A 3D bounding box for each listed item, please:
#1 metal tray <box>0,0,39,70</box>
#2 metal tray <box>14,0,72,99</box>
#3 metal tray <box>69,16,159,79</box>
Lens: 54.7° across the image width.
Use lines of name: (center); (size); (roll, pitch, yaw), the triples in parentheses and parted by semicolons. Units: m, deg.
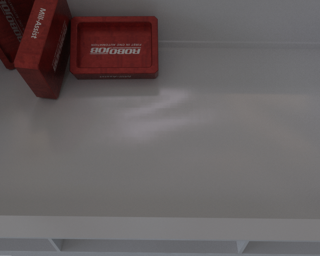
metal tray: (-0.218, -0.161, 0.464); (0.091, 0.129, 0.030); (-27, 52, -14)
metal tray: (-0.156, -0.117, 0.435); (0.030, 0.090, 0.130); (7, 68, 0)
metal tray: (-0.068, -0.122, 0.475); (0.131, 0.030, 0.090); (-1, 83, -1)
